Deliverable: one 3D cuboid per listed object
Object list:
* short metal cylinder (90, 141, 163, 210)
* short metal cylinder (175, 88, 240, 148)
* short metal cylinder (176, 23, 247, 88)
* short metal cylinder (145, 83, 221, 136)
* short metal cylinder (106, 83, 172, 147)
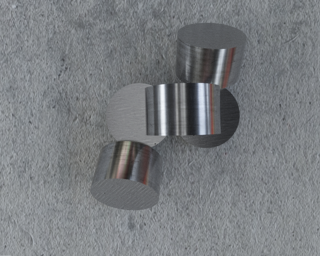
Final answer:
[{"bbox_3d":[-0.039,0.060,0.376,0.081,0.080,0.050,7,51,-1],"label":"short metal cylinder"},{"bbox_3d":[0.056,-0.016,0.399,0.081,0.050,0.079,0,90,-1],"label":"short metal cylinder"},{"bbox_3d":[0.060,-0.090,0.377,0.081,0.080,0.050,1,128,-1],"label":"short metal cylinder"},{"bbox_3d":[0.025,-0.018,0.334,0.081,0.080,0.050,-1,90,-1],"label":"short metal cylinder"},{"bbox_3d":[-0.025,-0.014,0.398,0.081,0.050,0.079,0,90,-1],"label":"short metal cylinder"}]
